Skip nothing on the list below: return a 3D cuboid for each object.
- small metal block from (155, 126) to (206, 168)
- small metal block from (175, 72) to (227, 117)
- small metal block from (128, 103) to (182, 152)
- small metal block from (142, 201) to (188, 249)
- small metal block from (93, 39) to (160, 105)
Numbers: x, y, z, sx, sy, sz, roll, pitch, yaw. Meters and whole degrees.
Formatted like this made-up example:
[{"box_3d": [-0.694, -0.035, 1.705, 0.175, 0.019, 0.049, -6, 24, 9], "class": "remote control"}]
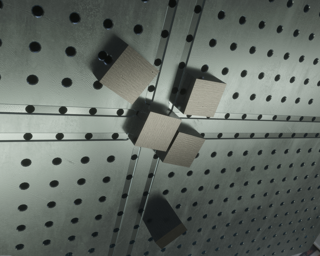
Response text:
[{"box_3d": [0.029, 0.026, 0.445, 0.050, 0.025, 0.050, 16, 110, -35], "class": "small metal block"}, {"box_3d": [0.054, -0.044, 0.416, 0.050, 0.025, 0.050, 4, 117, -31], "class": "small metal block"}, {"box_3d": [-0.007, 0.000, 0.409, 0.050, 0.025, 0.050, 14, 111, -34], "class": "small metal block"}, {"box_3d": [0.007, 0.155, 0.497, 0.050, 0.050, 0.025, -35, 129, -6], "class": "small metal block"}, {"box_3d": [-0.038, -0.063, 0.353, 0.050, 0.025, 0.050, 34, 99, -39], "class": "small metal block"}]
